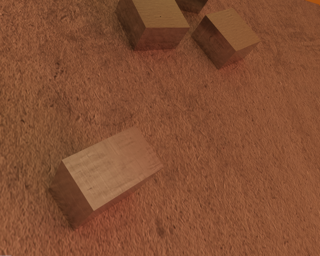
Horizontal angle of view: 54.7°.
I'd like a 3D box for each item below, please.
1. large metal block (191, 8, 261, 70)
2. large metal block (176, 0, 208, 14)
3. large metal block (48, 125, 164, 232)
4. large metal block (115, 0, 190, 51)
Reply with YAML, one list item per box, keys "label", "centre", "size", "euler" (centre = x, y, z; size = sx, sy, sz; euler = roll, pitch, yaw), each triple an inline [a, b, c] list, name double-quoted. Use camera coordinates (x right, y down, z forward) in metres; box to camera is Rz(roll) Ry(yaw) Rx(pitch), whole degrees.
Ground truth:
- label: "large metal block"
  centre: [0.116, -0.158, 0.547]
  size: [0.081, 0.050, 0.080]
  euler: [-29, 78, -37]
- label: "large metal block"
  centre: [0.040, -0.265, 0.570]
  size: [0.081, 0.050, 0.080]
  euler: [0, 62, -28]
- label: "large metal block"
  centre: [-0.055, 0.050, 0.308]
  size: [0.081, 0.080, 0.050]
  euler: [-27, 77, -37]
- label: "large metal block"
  centre: [-0.013, -0.170, 0.484]
  size: [0.081, 0.050, 0.080]
  euler: [-13, 68, -33]
